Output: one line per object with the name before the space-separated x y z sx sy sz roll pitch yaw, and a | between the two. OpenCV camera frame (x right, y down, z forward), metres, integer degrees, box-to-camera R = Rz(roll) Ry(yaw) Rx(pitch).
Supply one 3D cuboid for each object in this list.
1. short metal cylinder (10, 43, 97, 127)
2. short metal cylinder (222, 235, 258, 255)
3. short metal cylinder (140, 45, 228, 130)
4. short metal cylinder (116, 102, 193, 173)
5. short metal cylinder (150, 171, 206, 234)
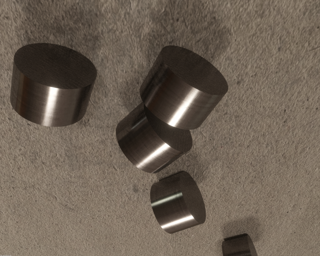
short metal cylinder | -0.113 -0.047 0.330 0.081 0.080 0.050 16 128 -14
short metal cylinder | 0.156 0.250 0.587 0.050 0.080 0.080 -21 127 16
short metal cylinder | 0.025 -0.044 0.334 0.080 0.080 0.050 21 127 -18
short metal cylinder | -0.006 0.008 0.378 0.080 0.080 0.050 36 121 -27
short metal cylinder | 0.028 0.112 0.467 0.050 0.080 0.080 -26 126 20
